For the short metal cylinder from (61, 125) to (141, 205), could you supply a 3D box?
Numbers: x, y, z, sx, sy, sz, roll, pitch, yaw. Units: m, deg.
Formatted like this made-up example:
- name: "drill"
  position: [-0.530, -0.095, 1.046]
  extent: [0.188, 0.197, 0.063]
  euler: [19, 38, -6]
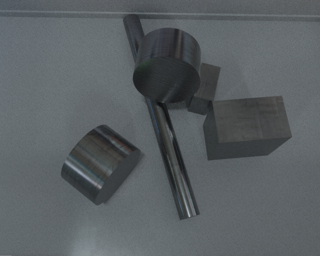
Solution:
- name: "short metal cylinder"
  position: [-0.068, 0.043, 0.364]
  extent: [0.050, 0.080, 0.080]
  euler: [36, 74, 12]

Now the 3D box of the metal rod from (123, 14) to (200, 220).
- name: "metal rod"
  position: [-0.004, -0.028, 0.419]
  extent: [0.025, 0.025, 0.299]
  euler: [-14, 71, -6]

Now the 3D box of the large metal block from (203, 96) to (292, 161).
- name: "large metal block"
  position: [0.101, 0.003, 0.381]
  extent: [0.081, 0.080, 0.050]
  euler: [-5, 70, -2]

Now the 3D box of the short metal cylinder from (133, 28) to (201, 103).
- name: "short metal cylinder"
  position: [0.010, -0.075, 0.383]
  extent: [0.080, 0.080, 0.050]
  euler: [5, 55, 1]

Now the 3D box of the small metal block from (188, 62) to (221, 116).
- name: "small metal block"
  position: [0.059, -0.051, 0.415]
  extent: [0.025, 0.050, 0.050]
  euler: [15, 71, 1]
